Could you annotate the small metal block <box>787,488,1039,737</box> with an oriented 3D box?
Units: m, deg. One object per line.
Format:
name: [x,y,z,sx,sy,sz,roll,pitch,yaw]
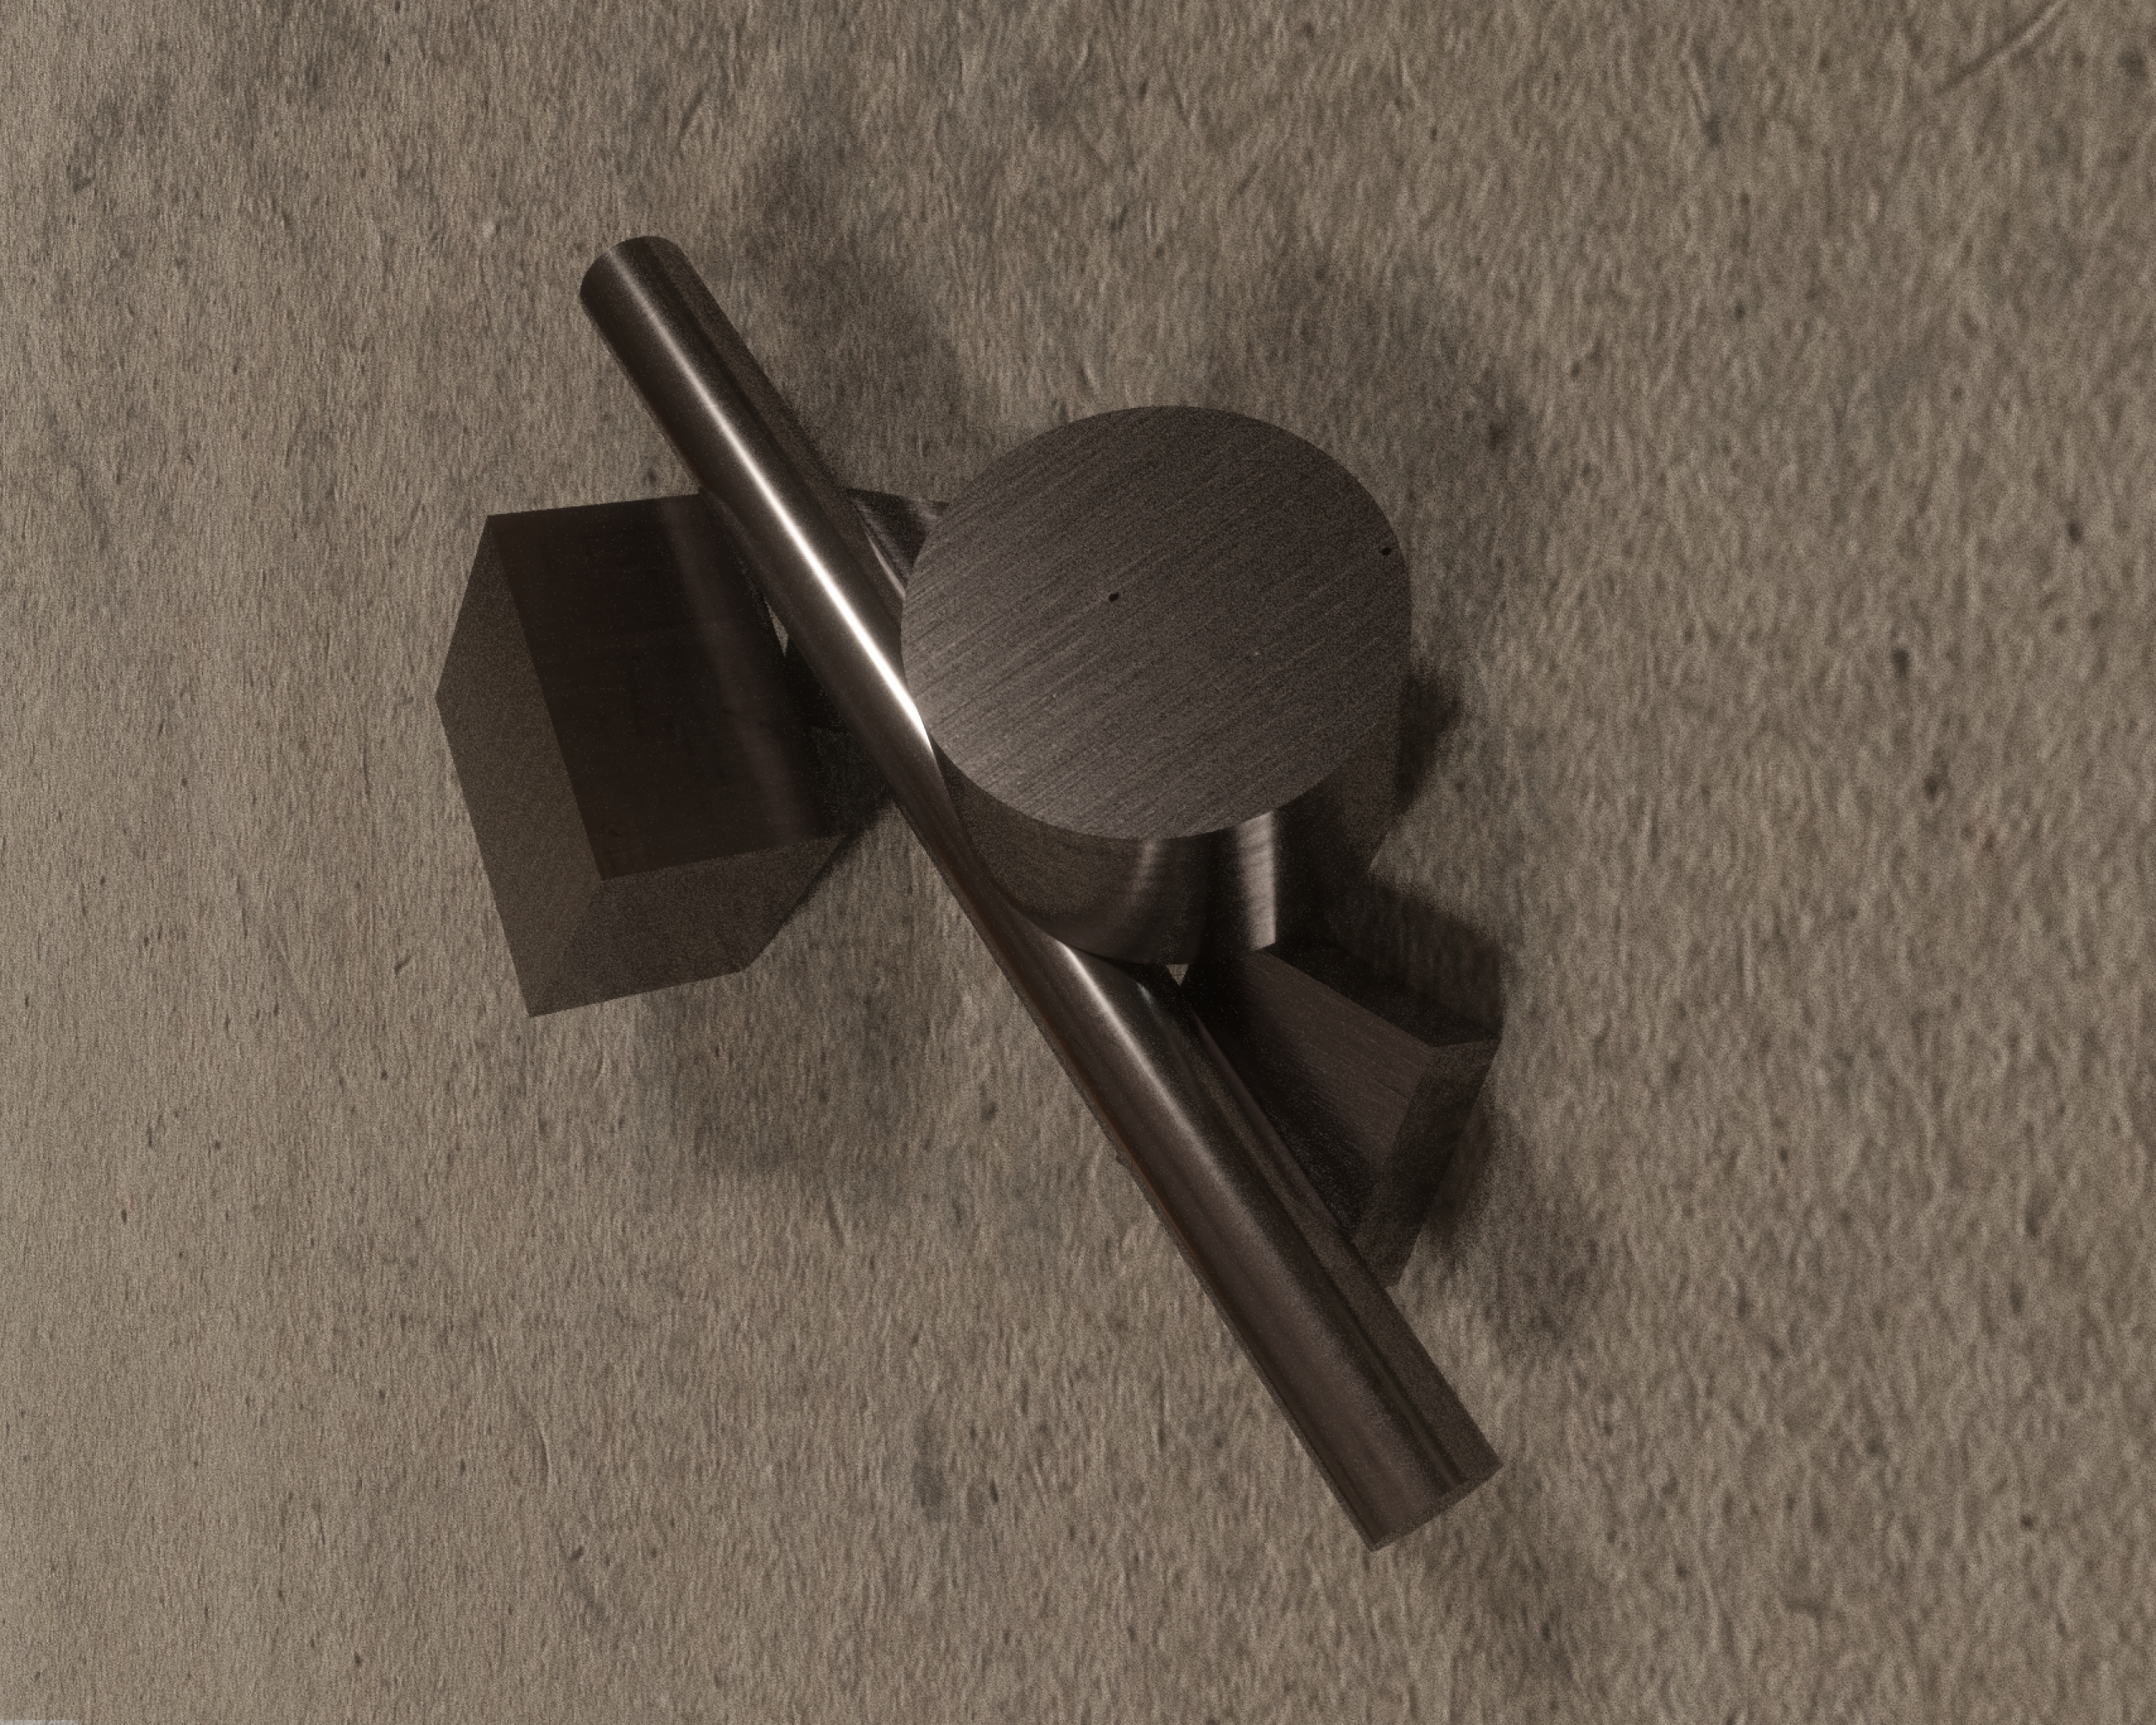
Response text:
small metal block: [-0.033,-0.050,0.432,0.050,0.025,0.050,16,100,38]

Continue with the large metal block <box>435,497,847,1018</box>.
large metal block: [-0.097,-0.022,0.446,0.080,0.050,0.080,-45,61,57]

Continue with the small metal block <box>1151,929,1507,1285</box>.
small metal block: [0.041,0.042,0.372,0.050,0.025,0.050,31,109,35]

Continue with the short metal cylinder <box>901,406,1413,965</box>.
short metal cylinder: [0.015,-0.029,0.350,0.080,0.050,0.080,-2,65,6]

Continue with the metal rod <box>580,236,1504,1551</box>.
metal rod: [-0.020,-0.012,0.388,0.025,0.025,0.299,-48,62,29]
